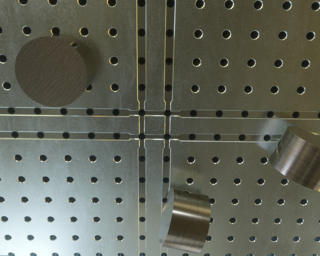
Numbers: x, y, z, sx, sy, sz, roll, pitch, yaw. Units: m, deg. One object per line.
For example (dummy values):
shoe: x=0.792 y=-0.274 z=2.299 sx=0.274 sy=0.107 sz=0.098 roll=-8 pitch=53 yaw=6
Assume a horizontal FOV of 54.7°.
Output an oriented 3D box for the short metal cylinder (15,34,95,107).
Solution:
short metal cylinder: x=-0.123 y=-0.070 z=0.372 sx=0.081 sy=0.050 sz=0.079 roll=0 pitch=110 yaw=-1

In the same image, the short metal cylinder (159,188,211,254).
short metal cylinder: x=0.033 y=0.128 z=0.432 sx=0.050 sy=0.080 sz=0.079 roll=14 pitch=110 yaw=-6

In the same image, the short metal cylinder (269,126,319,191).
short metal cylinder: x=0.191 y=0.038 z=0.401 sx=0.080 sy=0.080 sz=0.050 roll=20 pitch=109 yaw=-8
